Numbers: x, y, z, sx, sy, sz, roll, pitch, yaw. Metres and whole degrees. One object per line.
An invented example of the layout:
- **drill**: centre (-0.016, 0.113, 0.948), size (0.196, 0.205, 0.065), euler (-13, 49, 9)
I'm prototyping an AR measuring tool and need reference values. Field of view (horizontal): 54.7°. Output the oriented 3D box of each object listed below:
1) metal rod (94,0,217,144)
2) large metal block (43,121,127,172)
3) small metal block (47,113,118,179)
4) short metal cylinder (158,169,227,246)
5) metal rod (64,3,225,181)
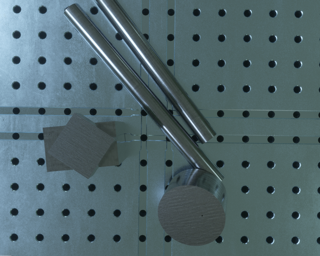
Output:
- **metal rod**: centre (-0.024, -0.106, 0.412), size (0.025, 0.025, 0.299), euler (-37, 90, 0)
- **large metal block**: centre (-0.088, 0.020, 0.385), size (0.081, 0.080, 0.050), euler (-5, 90, 0)
- **small metal block**: centre (-0.081, 0.018, 0.333), size (0.050, 0.025, 0.050), euler (33, 90, 0)
- **short metal cylinder**: centre (0.043, 0.098, 0.389), size (0.080, 0.050, 0.079), euler (4, 106, 14)
- **metal rod**: centre (-0.021, -0.042, 0.413), size (0.025, 0.025, 0.300), euler (-40, 90, 0)
